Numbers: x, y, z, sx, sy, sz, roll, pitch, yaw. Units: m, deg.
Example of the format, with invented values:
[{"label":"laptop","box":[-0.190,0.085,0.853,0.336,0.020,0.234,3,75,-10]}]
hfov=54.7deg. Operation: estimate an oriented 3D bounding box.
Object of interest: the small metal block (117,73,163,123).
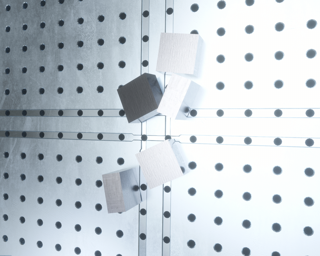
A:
[{"label":"small metal block","box":[-0.024,-0.039,0.414,0.050,0.025,0.050,-26,79,29]}]

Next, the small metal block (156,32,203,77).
[{"label":"small metal block","box":[0.026,-0.095,0.403,0.050,0.025,0.050,9,93,19]}]

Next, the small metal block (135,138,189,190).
[{"label":"small metal block","box":[0.003,0.047,0.411,0.050,0.025,0.050,-26,82,17]}]

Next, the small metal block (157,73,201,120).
[{"label":"small metal block","box":[0.025,-0.038,0.390,0.025,0.050,0.050,25,98,17]}]

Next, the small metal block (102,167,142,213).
[{"label":"small metal block","box":[-0.050,0.082,0.416,0.025,0.050,0.050,-11,87,19]}]
